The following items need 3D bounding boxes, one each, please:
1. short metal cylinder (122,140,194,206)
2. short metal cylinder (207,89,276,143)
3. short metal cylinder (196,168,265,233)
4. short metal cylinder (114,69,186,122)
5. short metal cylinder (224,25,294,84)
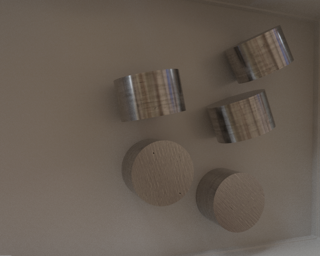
[{"bbox_3d":[-0.004,0.054,0.397,0.081,0.050,0.079,0,90,-20],"label":"short metal cylinder"},{"bbox_3d":[0.110,-0.017,0.424,0.081,0.080,0.050,-21,98,-19],"label":"short metal cylinder"},{"bbox_3d":[0.098,0.099,0.435,0.081,0.050,0.079,0,90,-21],"label":"short metal cylinder"},{"bbox_3d":[-0.012,-0.039,0.378,0.081,0.080,0.050,-12,94,-20],"label":"short metal cylinder"},{"bbox_3d":[0.137,-0.102,0.434,0.080,0.080,0.050,-29,100,-18],"label":"short metal cylinder"}]
